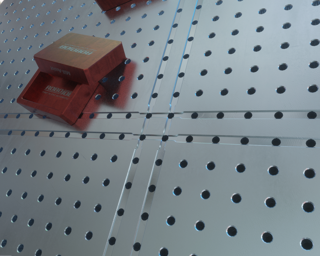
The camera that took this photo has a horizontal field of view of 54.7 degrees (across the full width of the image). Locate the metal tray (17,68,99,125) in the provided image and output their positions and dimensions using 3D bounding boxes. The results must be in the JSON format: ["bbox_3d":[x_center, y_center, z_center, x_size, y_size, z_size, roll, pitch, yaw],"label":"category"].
[{"bbox_3d":[-0.177,-0.063,0.533,0.130,0.030,0.090,16,70,34],"label":"metal tray"}]

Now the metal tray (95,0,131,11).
[{"bbox_3d":[-0.064,-0.294,0.616,0.130,0.030,0.090,-15,56,19],"label":"metal tray"}]

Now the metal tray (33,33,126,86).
[{"bbox_3d":[-0.135,-0.120,0.521,0.130,0.030,0.090,19,50,30],"label":"metal tray"}]
